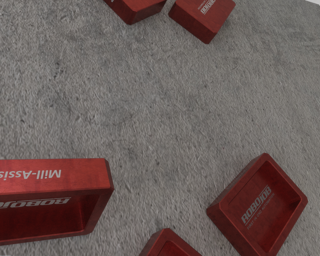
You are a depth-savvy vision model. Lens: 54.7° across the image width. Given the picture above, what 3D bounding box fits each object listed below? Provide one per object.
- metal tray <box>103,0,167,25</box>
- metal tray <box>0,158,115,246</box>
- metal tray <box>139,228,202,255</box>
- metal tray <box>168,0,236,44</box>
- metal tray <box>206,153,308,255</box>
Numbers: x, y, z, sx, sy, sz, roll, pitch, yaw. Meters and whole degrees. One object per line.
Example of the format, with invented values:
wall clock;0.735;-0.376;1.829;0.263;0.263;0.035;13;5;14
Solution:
metal tray;-0.062;-0.237;0.512;0.130;0.030;0.091;46;51;4
metal tray;-0.114;0.064;0.258;0.131;0.089;0.030;2;48;-27
metal tray;0.002;0.175;0.293;0.090;0.030;0.131;41;51;-1
metal tray;0.082;-0.223;0.580;0.090;0.030;0.130;36;51;-4
metal tray;0.132;0.102;0.408;0.131;0.030;0.090;-34;81;-38
